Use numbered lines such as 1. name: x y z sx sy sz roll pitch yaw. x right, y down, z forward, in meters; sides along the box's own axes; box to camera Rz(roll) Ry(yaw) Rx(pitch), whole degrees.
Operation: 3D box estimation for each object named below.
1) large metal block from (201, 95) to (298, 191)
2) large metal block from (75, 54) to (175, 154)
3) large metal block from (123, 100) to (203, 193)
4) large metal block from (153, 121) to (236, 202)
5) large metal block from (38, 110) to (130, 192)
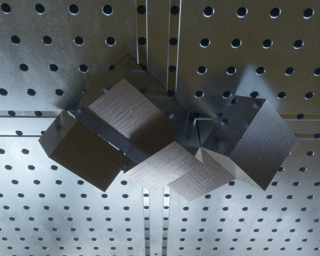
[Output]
1. large metal block: 0.111 0.018 0.383 0.080 0.050 0.080 41 79 -30
2. large metal block: -0.040 -0.026 0.373 0.080 0.050 0.080 -33 123 26
3. large metal block: 0.003 0.022 0.393 0.080 0.080 0.050 -35 123 25
4. large metal block: 0.047 0.049 0.437 0.080 0.050 0.080 -34 121 25
5. large metal block: -0.097 0.027 0.388 0.080 0.080 0.050 41 80 -29
